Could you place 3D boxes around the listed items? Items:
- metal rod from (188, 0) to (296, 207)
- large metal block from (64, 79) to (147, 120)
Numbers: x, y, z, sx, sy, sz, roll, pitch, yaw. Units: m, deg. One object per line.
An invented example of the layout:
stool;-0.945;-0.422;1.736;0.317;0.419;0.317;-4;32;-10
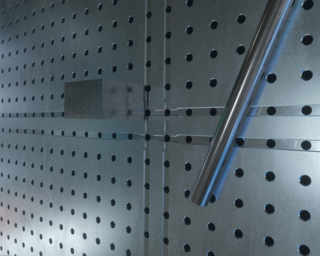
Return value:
metal rod;0.094;-0.049;0.330;0.025;0.025;0.298;31;109;35
large metal block;-0.076;-0.037;0.434;0.080;0.081;0.050;2;92;39
